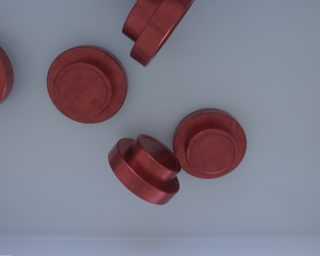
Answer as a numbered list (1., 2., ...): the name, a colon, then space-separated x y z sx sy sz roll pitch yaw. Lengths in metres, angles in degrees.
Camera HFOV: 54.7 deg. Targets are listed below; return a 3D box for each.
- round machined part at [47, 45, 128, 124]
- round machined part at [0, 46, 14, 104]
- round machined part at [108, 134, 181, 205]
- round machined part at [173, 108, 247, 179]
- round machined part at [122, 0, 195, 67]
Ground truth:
1. round machined part: -0.091 -0.051 0.382 0.099 0.042 0.097 0 110 -1
2. round machined part: -0.226 -0.069 0.374 0.099 0.042 0.097 0 110 -1
3. round machined part: -0.013 0.045 0.389 0.098 0.098 0.042 36 106 -13
4. round machined part: 0.067 0.026 0.413 0.099 0.042 0.097 0 110 -1
5. round machined part: -0.004 -0.117 0.330 0.042 0.098 0.098 36 106 -7
